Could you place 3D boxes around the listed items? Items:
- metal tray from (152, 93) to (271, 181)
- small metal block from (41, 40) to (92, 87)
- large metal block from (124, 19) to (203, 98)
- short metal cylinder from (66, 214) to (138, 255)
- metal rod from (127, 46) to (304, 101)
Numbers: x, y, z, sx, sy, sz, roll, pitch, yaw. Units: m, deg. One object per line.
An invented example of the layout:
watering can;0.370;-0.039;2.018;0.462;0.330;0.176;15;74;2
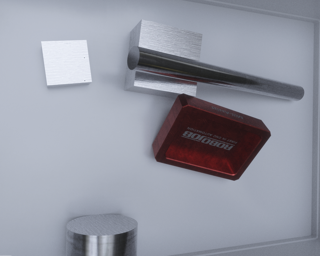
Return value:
metal tray;0.067;0.016;0.409;0.131;0.030;0.089;16;120;-20
small metal block;-0.112;-0.076;0.370;0.050;0.025;0.050;-8;93;-20
large metal block;0.003;-0.084;0.399;0.081;0.050;0.080;7;88;-20
short metal cylinder;-0.067;0.136;0.358;0.081;0.080;0.050;2;90;-20
metal rod;0.096;-0.064;0.407;0.302;0.025;0.025;4;89;-35
